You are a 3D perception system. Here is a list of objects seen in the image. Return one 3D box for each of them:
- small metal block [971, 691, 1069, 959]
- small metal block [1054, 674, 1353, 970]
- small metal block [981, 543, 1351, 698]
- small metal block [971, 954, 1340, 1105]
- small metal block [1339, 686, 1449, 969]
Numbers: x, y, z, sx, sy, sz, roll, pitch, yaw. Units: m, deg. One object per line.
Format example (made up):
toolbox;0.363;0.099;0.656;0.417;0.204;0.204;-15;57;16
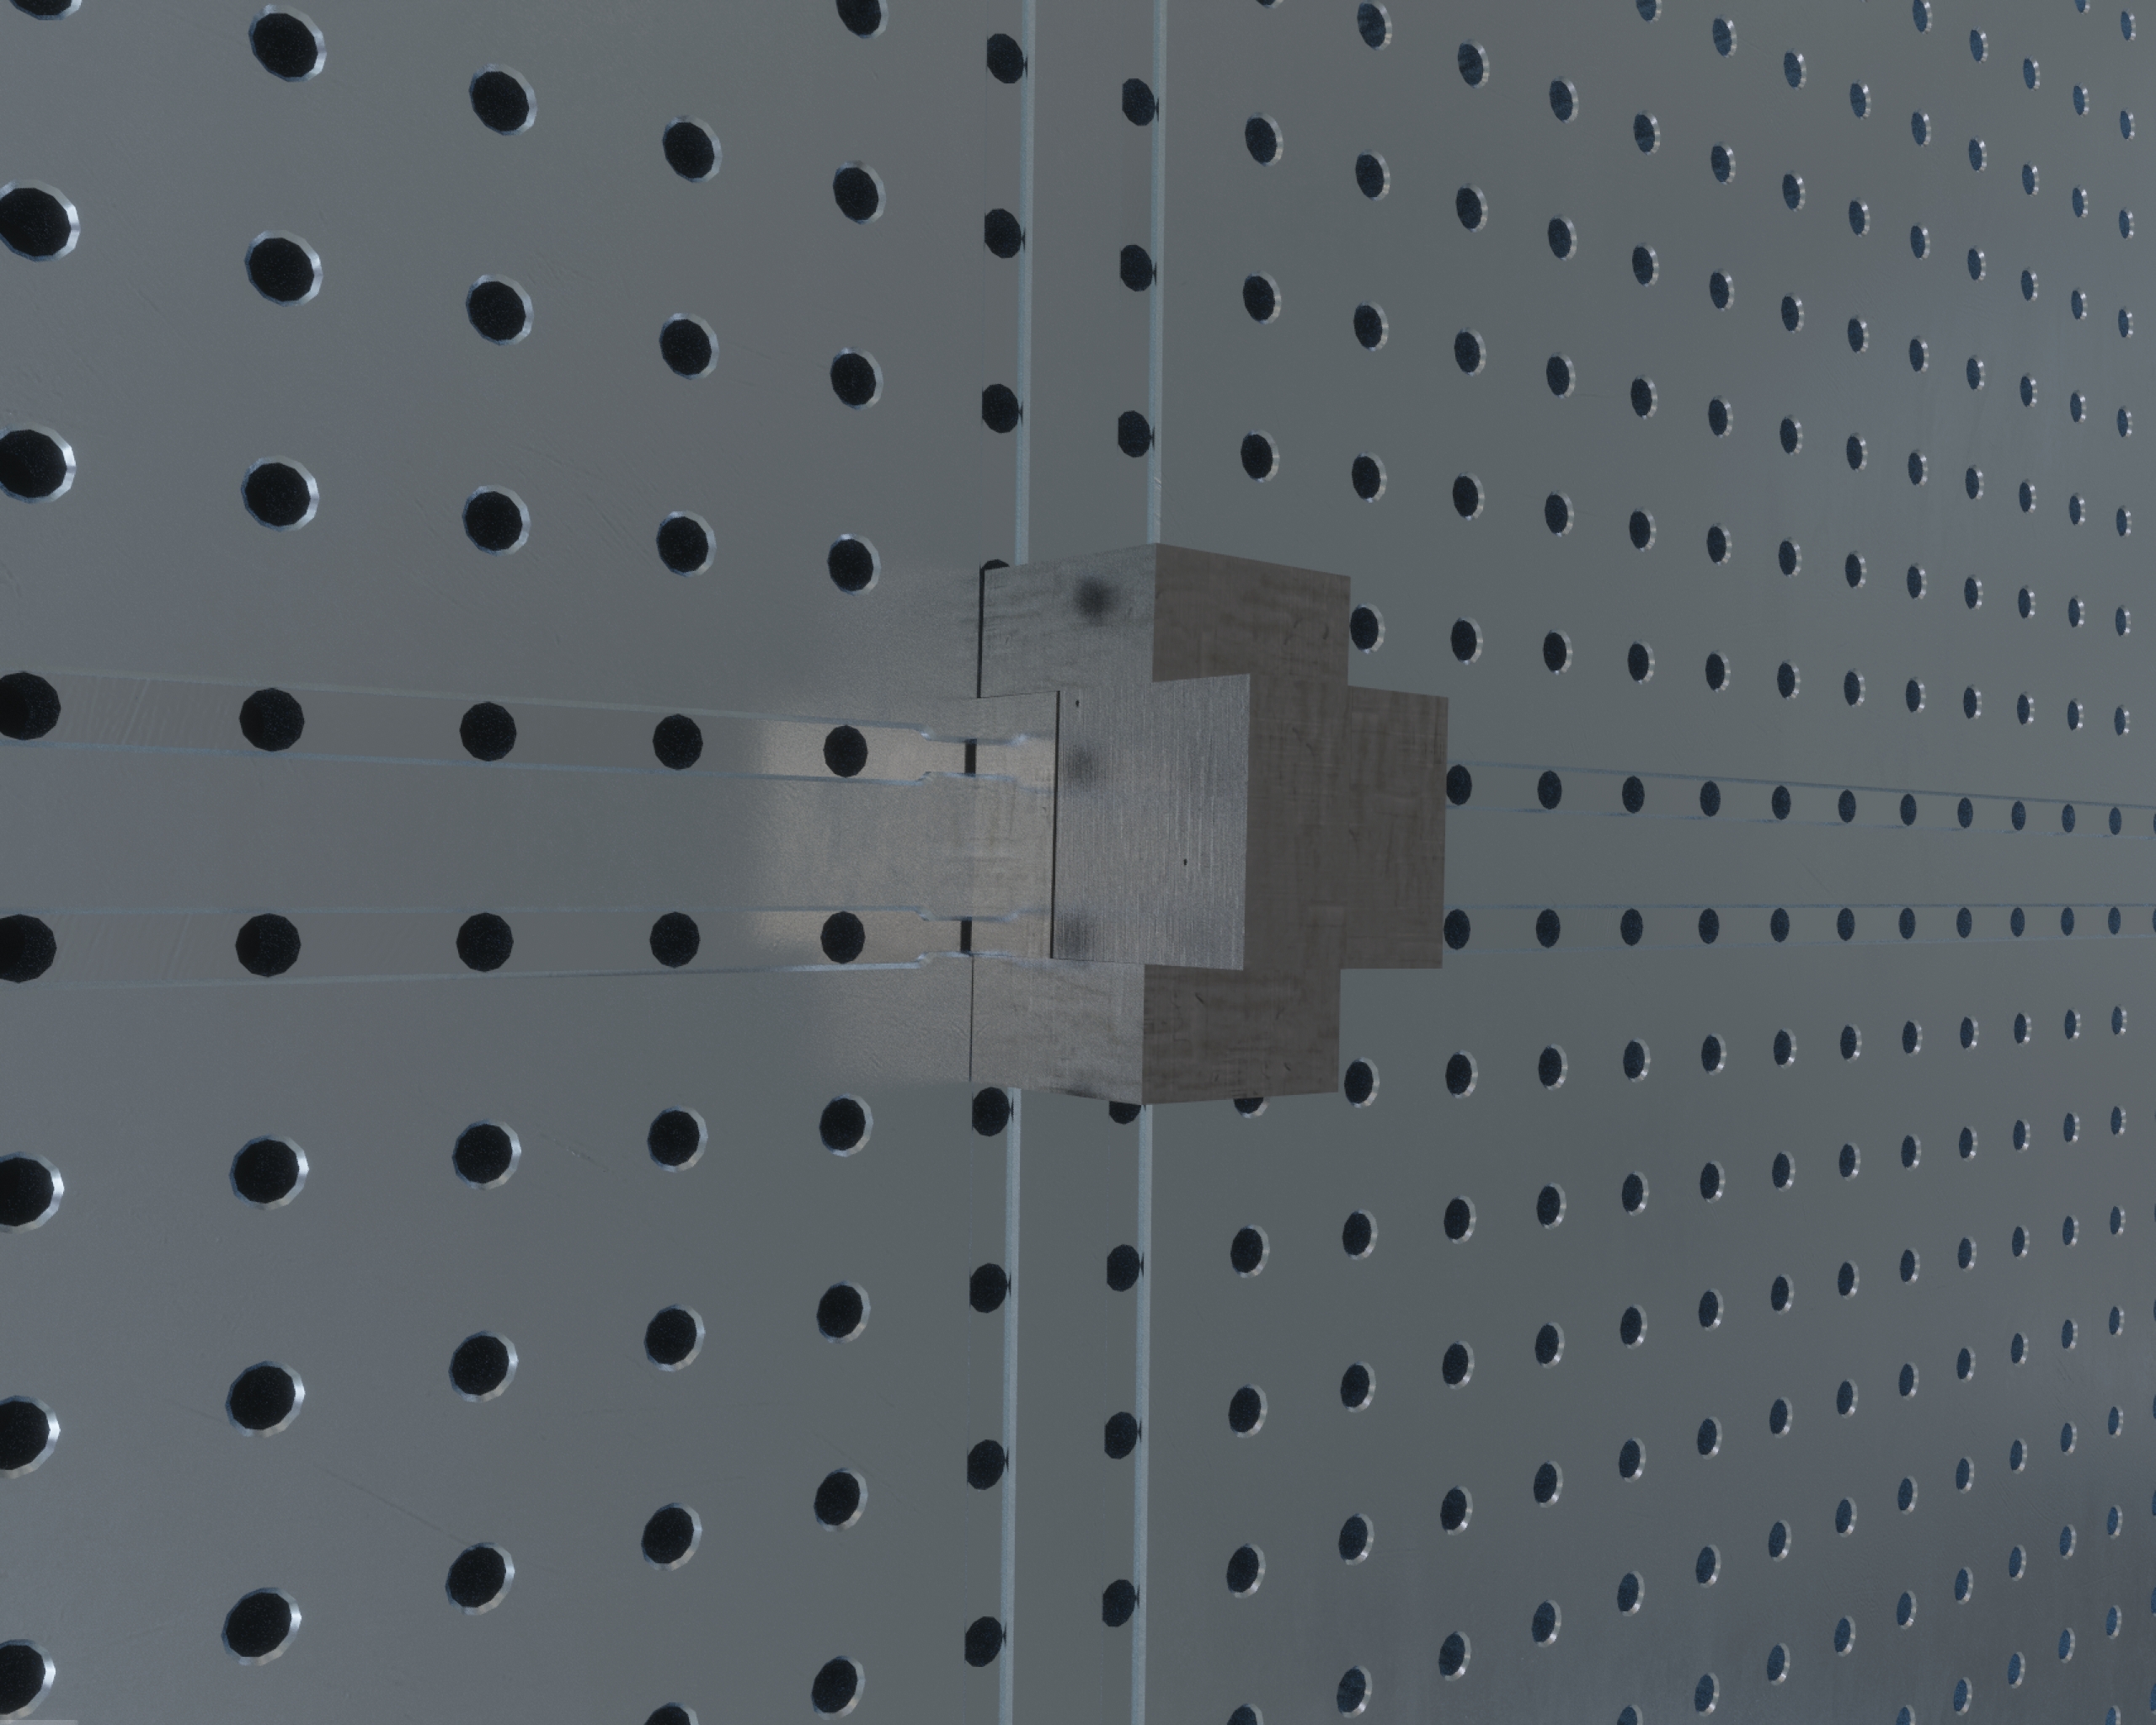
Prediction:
small metal block;0.007;-0.006;0.414;0.050;0.025;0.050;2;89;-38
small metal block;0.022;-0.007;0.377;0.025;0.050;0.050;2;89;-40
small metal block;0.017;-0.044;0.405;0.050;0.050;0.025;2;89;-40
small metal block;0.015;0.031;0.404;0.050;0.050;0.025;2;89;-40
small metal block;0.042;-0.006;0.394;0.025;0.050;0.050;2;89;-39
